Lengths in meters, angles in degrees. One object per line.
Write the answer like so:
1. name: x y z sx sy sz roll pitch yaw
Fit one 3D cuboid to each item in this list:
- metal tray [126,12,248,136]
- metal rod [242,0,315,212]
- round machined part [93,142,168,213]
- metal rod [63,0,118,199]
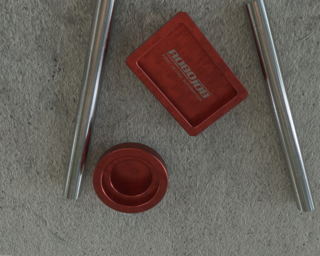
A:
1. metal tray: 0.034 -0.064 0.383 0.090 0.030 0.130 -39 106 12
2. metal rod: 0.161 -0.016 0.406 0.025 0.025 0.299 -20 109 7
3. round machined part: -0.039 0.064 0.424 0.099 0.042 0.097 0 110 -1
4. metal rod: -0.089 -0.041 0.393 0.025 0.025 0.298 13 110 -5
